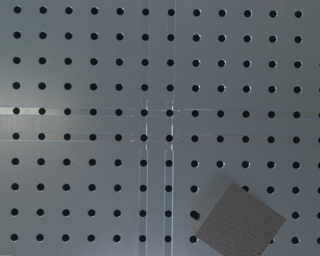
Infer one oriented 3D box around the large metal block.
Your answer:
[{"bbox_3d":[0.098,0.121,0.402,0.080,0.050,0.080,35,90,0],"label":"large metal block"}]
